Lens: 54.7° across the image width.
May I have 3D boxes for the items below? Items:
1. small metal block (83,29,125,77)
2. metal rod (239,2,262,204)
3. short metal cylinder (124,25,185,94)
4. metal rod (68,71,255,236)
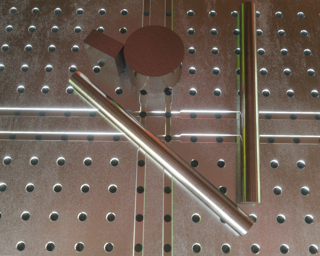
[{"bbox_3d":[-0.075,-0.105,0.436,0.050,0.050,0.025,29,73,10],"label":"small metal block"},{"bbox_3d":[0.124,-0.048,0.430,0.025,0.025,0.299,5,70,1],"label":"metal rod"},{"bbox_3d":[-0.008,-0.095,0.433,0.081,0.050,0.080,0,70,-1],"label":"short metal cylinder"},{"bbox_3d":[-0.007,0.025,0.402,0.300,0.025,0.025,40,75,13],"label":"metal rod"}]
